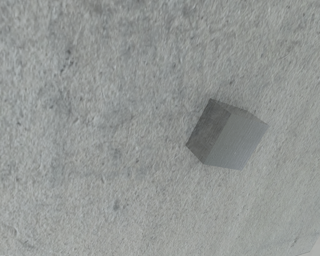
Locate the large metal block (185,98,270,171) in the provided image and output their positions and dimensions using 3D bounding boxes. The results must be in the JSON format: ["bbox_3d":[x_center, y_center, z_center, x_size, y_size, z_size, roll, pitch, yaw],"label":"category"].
[{"bbox_3d":[0.098,0.011,0.453,0.081,0.050,0.079,13,111,-34],"label":"large metal block"}]
